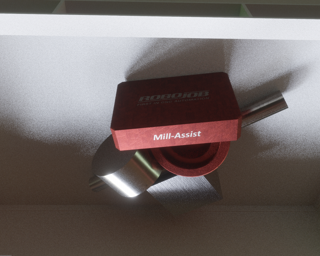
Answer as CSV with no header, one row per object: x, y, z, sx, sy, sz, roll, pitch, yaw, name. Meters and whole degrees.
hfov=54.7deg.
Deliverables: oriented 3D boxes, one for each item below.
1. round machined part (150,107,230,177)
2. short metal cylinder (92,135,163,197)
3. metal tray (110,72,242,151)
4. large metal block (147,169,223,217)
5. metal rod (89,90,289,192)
0.038,0.008,0.385,0.098,0.042,0.097,4,106,14,round machined part
-0.042,0.043,0.407,0.080,0.080,0.050,-27,125,20,short metal cylinder
0.016,-0.021,0.345,0.131,0.090,0.030,-5,130,3,metal tray
0.035,0.077,0.455,0.080,0.050,0.080,-26,126,20,large metal block
0.025,0.026,0.430,0.300,0.025,0.025,-26,126,20,metal rod
